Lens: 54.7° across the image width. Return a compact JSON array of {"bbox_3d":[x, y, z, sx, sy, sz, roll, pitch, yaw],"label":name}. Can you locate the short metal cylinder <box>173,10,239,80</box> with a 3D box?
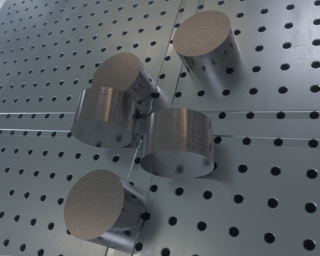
[{"bbox_3d":[0.064,-0.114,0.429,0.080,0.050,0.080,-13,56,21],"label":"short metal cylinder"}]

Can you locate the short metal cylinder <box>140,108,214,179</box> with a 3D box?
[{"bbox_3d":[0.020,0.020,0.350,0.080,0.080,0.050,-10,58,23],"label":"short metal cylinder"}]

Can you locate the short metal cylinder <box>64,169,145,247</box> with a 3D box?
[{"bbox_3d":[-0.065,0.096,0.368,0.080,0.050,0.080,-13,56,21],"label":"short metal cylinder"}]

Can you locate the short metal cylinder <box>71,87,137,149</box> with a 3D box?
[{"bbox_3d":[-0.075,-0.012,0.419,0.080,0.080,0.050,-9,58,23],"label":"short metal cylinder"}]

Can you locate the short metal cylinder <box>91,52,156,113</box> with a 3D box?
[{"bbox_3d":[-0.053,-0.064,0.460,0.080,0.050,0.080,-13,56,21],"label":"short metal cylinder"}]
